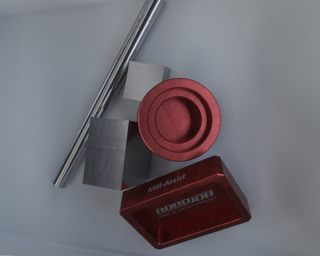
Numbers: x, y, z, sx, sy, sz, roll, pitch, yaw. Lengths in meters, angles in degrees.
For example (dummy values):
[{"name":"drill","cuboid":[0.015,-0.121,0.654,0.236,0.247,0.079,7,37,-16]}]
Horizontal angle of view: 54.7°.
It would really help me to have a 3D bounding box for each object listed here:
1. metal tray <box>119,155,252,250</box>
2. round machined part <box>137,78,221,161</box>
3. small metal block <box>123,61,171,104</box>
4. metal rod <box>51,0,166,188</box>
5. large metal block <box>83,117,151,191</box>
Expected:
[{"name":"metal tray","cuboid":[0.030,0.093,0.369,0.130,0.030,0.090,-25,122,18]},{"name":"round machined part","cuboid":[0.021,-0.010,0.380,0.099,0.042,0.097,0,91,-9]},{"name":"small metal block","cuboid":[-0.017,-0.060,0.416,0.050,0.025,0.050,12,94,19]},{"name":"metal rod","cuboid":[-0.076,-0.045,0.436,0.025,0.025,0.299,33,100,16]},{"name":"large metal block","cuboid":[-0.050,0.031,0.395,0.050,0.080,0.080,6,88,20]}]
